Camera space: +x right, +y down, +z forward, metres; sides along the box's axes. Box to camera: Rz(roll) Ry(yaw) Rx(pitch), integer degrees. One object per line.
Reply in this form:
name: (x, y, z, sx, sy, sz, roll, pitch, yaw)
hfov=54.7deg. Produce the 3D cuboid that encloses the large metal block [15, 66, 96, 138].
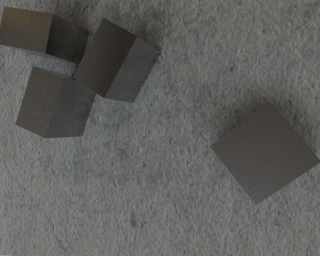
large metal block: (-0.139, -0.033, 0.427, 0.050, 0.080, 0.080, 22, 97, 18)

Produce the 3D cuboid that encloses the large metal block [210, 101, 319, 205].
large metal block: (0.118, 0.027, 0.354, 0.080, 0.050, 0.080, -40, 78, 15)

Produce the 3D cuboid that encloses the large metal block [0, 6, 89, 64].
large metal block: (-0.161, -0.127, 0.435, 0.080, 0.080, 0.050, 15, 95, 19)

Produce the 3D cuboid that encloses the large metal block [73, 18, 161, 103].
large metal block: (-0.052, -0.082, 0.397, 0.050, 0.080, 0.080, 33, 101, 16)
